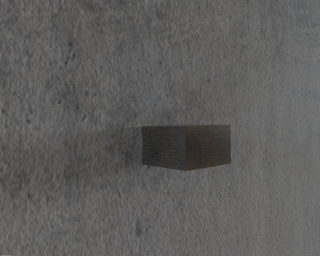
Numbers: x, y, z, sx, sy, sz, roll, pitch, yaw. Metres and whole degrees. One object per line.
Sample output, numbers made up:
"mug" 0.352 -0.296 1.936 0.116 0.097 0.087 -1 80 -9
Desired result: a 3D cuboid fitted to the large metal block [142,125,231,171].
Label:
"large metal block" 0.034 0.022 0.399 0.081 0.080 0.050 -2 92 -40
